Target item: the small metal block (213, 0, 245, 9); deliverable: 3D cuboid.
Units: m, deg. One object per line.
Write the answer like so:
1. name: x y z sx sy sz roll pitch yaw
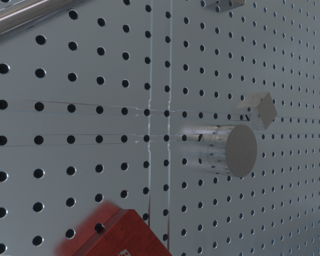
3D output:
1. small metal block: 0.111 -0.226 0.501 0.050 0.025 0.050 -4 93 -40

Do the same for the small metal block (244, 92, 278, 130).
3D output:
1. small metal block: 0.184 -0.031 0.563 0.050 0.025 0.050 -44 116 -31

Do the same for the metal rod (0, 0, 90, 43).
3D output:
1. metal rod: -0.080 -0.154 0.341 0.302 0.025 0.025 -42 116 -32

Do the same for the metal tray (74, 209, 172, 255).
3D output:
1. metal tray: -0.029 0.171 0.358 0.090 0.030 0.130 -42 99 -32

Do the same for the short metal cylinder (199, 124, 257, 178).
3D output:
1. short metal cylinder: 0.107 0.034 0.482 0.081 0.050 0.080 0 90 -40
